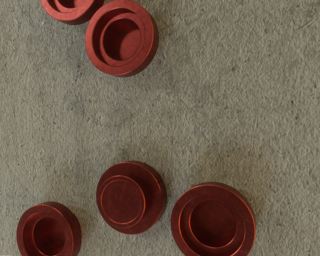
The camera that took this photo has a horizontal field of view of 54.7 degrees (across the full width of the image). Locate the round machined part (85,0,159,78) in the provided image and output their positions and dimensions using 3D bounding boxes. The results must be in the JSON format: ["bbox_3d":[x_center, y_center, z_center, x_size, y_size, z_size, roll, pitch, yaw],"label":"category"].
[{"bbox_3d":[-0.047,-0.117,0.417,0.098,0.042,0.097,0,90,20],"label":"round machined part"}]

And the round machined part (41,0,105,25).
[{"bbox_3d":[-0.118,-0.195,0.442,0.098,0.042,0.097,0,90,20],"label":"round machined part"}]

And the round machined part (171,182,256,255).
[{"bbox_3d":[0.066,0.114,0.377,0.098,0.042,0.097,0,90,20],"label":"round machined part"}]

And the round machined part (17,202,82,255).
[{"bbox_3d":[-0.157,0.156,0.455,0.098,0.042,0.097,0,90,20],"label":"round machined part"}]

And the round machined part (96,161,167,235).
[{"bbox_3d":[-0.043,0.094,0.415,0.098,0.042,0.097,0,90,20],"label":"round machined part"}]
